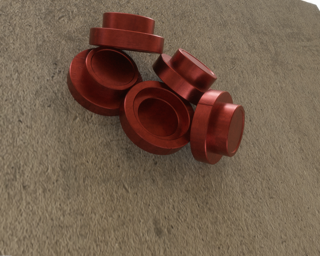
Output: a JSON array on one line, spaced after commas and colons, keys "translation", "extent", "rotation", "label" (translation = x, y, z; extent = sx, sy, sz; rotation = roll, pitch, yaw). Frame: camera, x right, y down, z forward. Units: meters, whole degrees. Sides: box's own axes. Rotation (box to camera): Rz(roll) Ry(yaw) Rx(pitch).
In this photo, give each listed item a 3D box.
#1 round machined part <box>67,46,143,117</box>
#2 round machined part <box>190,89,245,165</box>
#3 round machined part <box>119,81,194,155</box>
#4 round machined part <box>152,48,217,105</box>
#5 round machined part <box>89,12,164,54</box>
[{"translation": [-0.067, -0.067, 0.402], "extent": [0.099, 0.042, 0.098], "rotation": [14, 56, -21], "label": "round machined part"}, {"translation": [0.080, 0.000, 0.404], "extent": [0.042, 0.097, 0.098], "rotation": [12, 44, 29], "label": "round machined part"}, {"translation": [-0.006, -0.009, 0.398], "extent": [0.099, 0.042, 0.098], "rotation": [14, 56, -21], "label": "round machined part"}, {"translation": [0.041, -0.075, 0.436], "extent": [0.098, 0.042, 0.098], "rotation": [33, 21, -14], "label": "round machined part"}, {"translation": [-0.043, -0.126, 0.412], "extent": [0.099, 0.098, 0.042], "rotation": [1, 103, -28], "label": "round machined part"}]
